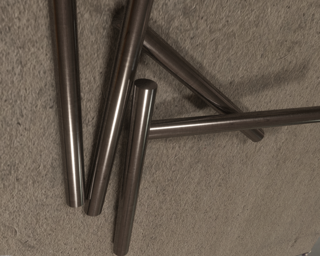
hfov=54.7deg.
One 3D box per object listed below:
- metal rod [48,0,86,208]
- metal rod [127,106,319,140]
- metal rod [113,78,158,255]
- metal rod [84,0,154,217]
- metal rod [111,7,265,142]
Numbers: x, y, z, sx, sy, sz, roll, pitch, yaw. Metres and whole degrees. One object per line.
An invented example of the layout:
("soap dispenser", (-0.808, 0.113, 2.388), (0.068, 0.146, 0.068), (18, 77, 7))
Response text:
("metal rod", (-0.098, -0.033, 0.333), (0.025, 0.025, 0.298), (-9, 123, -24))
("metal rod", (0.106, -0.008, 0.428), (0.302, 0.025, 0.025), (-5, 122, -15))
("metal rod", (-0.039, 0.074, 0.410), (0.025, 0.025, 0.298), (-8, 129, -25))
("metal rod", (-0.053, -0.010, 0.352), (0.025, 0.025, 0.298), (-1, 125, -29))
("metal rod", (0.058, -0.051, 0.408), (0.301, 0.025, 0.025), (32, 100, -39))
